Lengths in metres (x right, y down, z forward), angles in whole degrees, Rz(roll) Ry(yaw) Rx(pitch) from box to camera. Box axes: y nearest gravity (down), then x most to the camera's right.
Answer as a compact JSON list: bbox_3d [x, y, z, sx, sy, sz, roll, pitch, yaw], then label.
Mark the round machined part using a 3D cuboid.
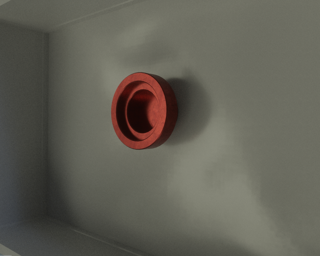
[{"bbox_3d":[-0.016,-0.021,0.406,0.098,0.042,0.097,0,90,40],"label":"round machined part"}]
